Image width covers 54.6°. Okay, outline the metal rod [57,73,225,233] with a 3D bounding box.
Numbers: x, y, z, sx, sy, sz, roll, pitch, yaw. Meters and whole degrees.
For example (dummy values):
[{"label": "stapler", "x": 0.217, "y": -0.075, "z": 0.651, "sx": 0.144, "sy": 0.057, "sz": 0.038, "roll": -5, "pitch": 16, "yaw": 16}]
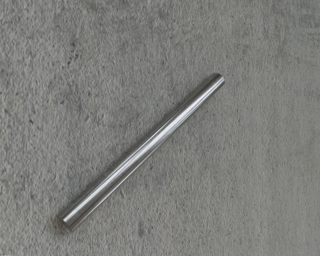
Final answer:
[{"label": "metal rod", "x": -0.005, "y": 0.013, "z": 0.402, "sx": 0.301, "sy": 0.025, "sz": 0.025, "roll": -43, "pitch": 116, "yaw": -31}]
